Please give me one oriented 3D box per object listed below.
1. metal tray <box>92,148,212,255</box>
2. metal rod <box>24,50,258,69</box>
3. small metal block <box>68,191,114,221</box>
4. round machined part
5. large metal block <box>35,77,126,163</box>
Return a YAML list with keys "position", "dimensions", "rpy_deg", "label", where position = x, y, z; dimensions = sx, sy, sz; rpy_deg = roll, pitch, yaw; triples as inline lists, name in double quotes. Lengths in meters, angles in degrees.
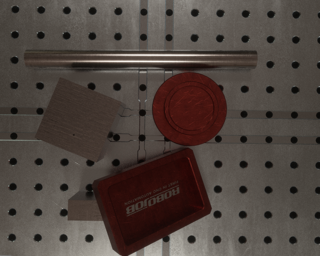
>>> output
- position: [-0.007, 0.086, 0.384]
  dimensions: [0.131, 0.030, 0.090]
  rpy_deg: [-18, 90, -26]
  label: "metal tray"
- position: [-0.024, -0.091, 0.412]
  dimensions: [0.302, 0.025, 0.025]
  rpy_deg: [0, 90, -1]
  label: "metal rod"
- position: [-0.086, 0.100, 0.400]
  dimensions: [0.050, 0.050, 0.025]
  rpy_deg: [1, 90, -1]
  label: "small metal block"
- position: [0.039, -0.025, 0.405]
  dimensions: [0.099, 0.042, 0.097]
  rpy_deg: [0, 90, -1]
  label: "round machined part"
- position: [-0.099, -0.010, 0.400]
  dimensions: [0.080, 0.050, 0.080]
  rpy_deg: [22, 90, -1]
  label: "large metal block"
